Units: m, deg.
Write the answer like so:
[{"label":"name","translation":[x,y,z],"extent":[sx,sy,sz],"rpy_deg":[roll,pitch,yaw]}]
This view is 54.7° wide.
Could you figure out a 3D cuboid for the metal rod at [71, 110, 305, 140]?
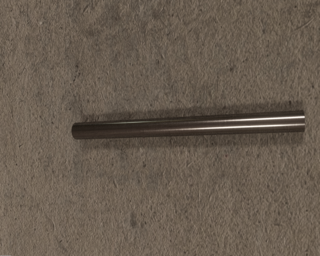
[{"label":"metal rod","translation":[0.021,-0.002,0.400],"extent":[0.301,0.025,0.025],"rpy_deg":[-3,89,19]}]
